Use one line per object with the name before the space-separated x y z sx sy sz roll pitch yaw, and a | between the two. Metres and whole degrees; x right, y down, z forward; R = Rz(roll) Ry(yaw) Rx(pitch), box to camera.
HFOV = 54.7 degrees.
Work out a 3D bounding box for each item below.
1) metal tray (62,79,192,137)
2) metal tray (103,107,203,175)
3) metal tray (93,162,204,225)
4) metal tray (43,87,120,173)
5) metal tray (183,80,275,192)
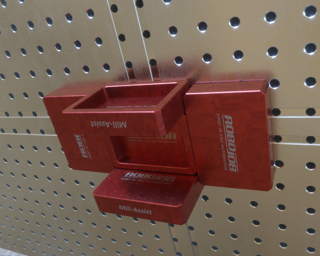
metal tray | -0.037 -0.025 0.372 0.130 0.090 0.030 1 119 27
metal tray | -0.013 0.014 0.419 0.130 0.030 0.089 1 119 27
metal tray | -0.013 0.081 0.422 0.130 0.090 0.030 1 119 27
metal tray | -0.113 0.005 0.468 0.090 0.030 0.129 1 119 27
metal tray | 0.084 0.012 0.368 0.090 0.030 0.129 0 119 26
